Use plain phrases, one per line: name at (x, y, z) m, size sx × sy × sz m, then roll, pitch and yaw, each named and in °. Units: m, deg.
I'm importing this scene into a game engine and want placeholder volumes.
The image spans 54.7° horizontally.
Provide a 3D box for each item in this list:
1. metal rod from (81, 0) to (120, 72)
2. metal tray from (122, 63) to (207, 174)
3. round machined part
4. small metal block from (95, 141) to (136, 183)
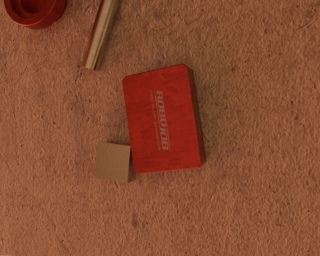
metal rod at (-0.053, -0.225, 0.427) m, size 0.025 × 0.025 × 0.298 m, roll 21°, pitch 97°, yaw 18°
metal tray at (0.005, -0.010, 0.405) m, size 0.090 × 0.030 × 0.129 m, roll -9°, pitch 87°, yaw 19°
round machined part at (-0.180, -0.196, 0.463) m, size 0.098 × 0.042 × 0.097 m, roll 0°, pitch 90°, yaw 20°
small metal block at (-0.060, 0.046, 0.430) m, size 0.050 × 0.025 × 0.050 m, roll 6°, pitch 92°, yaw 19°
